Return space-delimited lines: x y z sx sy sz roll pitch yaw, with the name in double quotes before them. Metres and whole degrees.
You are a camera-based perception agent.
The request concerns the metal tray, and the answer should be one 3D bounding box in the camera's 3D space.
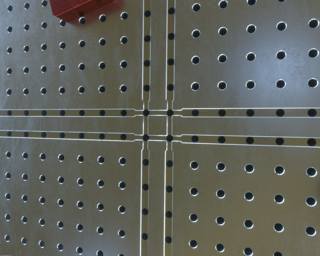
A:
"metal tray" -0.125 -0.234 0.454 0.090 0.030 0.129 -16 85 19
